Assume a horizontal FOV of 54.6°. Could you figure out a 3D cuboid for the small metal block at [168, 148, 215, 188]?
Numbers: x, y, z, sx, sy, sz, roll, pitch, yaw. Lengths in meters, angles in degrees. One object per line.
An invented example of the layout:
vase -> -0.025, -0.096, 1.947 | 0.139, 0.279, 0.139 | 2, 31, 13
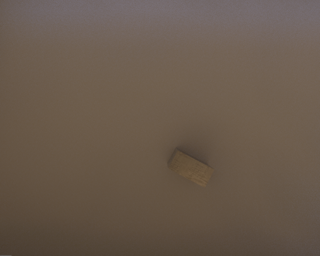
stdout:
small metal block -> 0.038, 0.049, 0.399 | 0.050, 0.050, 0.025 | 28, 90, 0
